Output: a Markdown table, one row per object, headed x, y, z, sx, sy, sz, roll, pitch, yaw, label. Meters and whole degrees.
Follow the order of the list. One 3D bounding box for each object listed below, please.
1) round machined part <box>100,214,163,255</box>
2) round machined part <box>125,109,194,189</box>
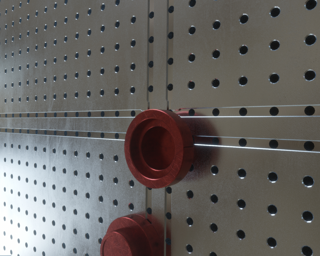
| x | y | z | sx | sy | sz | roll | pitch | yaw | label |
| --- | --- | --- | --- | --- | --- | --- | --- | --- | --- |
| -0.047 | 0.176 | 0.438 | 0.098 | 0.042 | 0.097 | 0 | 90 | 40 | round machined part |
| 0.003 | 0.025 | 0.397 | 0.098 | 0.042 | 0.097 | 0 | 90 | 40 | round machined part |
